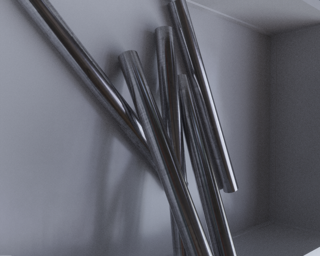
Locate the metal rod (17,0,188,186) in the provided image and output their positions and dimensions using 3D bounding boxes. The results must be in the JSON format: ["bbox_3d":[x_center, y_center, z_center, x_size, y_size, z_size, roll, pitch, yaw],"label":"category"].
[{"bbox_3d":[-0.051,-0.026,0.363,0.025,0.025,0.300,-51,120,-27],"label":"metal rod"}]

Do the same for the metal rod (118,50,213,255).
[{"bbox_3d":[0.011,0.048,0.338,0.025,0.025,0.299,-8,71,-40],"label":"metal rod"}]

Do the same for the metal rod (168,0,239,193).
[{"bbox_3d":[0.069,-0.038,0.463,0.025,0.025,0.298,-30,109,-36],"label":"metal rod"}]

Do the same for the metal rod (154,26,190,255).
[{"bbox_3d":[0.017,0.018,0.392,0.025,0.025,0.298,2,80,-40],"label":"metal rod"}]

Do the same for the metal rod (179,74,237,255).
[{"bbox_3d":[0.056,0.065,0.370,0.025,0.025,0.299,10,58,-40],"label":"metal rod"}]
